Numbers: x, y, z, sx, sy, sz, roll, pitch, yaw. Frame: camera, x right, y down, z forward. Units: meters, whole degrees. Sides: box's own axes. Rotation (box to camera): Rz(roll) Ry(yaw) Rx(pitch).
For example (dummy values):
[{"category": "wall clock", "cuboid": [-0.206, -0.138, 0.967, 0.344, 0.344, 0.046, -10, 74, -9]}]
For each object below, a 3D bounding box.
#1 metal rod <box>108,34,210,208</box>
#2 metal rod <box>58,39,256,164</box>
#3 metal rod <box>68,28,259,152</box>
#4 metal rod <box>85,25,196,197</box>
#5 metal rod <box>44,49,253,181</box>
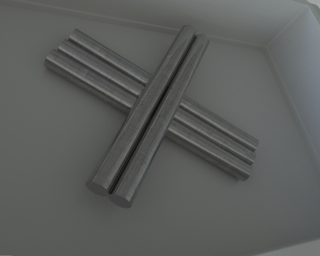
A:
[{"category": "metal rod", "cuboid": [0.013, -0.033, 0.399, 0.025, 0.025, 0.301, 33, 51, -7]}, {"category": "metal rod", "cuboid": [0.002, -0.029, 0.422, 0.301, 0.025, 0.025, 30, 52, -9]}, {"category": "metal rod", "cuboid": [0.011, -0.047, 0.438, 0.301, 0.025, 0.025, 30, 52, -9]}, {"category": "metal rod", "cuboid": [-0.008, -0.046, 0.395, 0.025, 0.025, 0.301, 33, 51, -7]}, {"category": "metal rod", "cuboid": [-0.008, -0.012, 0.406, 0.301, 0.025, 0.025, 30, 52, -9]}]
